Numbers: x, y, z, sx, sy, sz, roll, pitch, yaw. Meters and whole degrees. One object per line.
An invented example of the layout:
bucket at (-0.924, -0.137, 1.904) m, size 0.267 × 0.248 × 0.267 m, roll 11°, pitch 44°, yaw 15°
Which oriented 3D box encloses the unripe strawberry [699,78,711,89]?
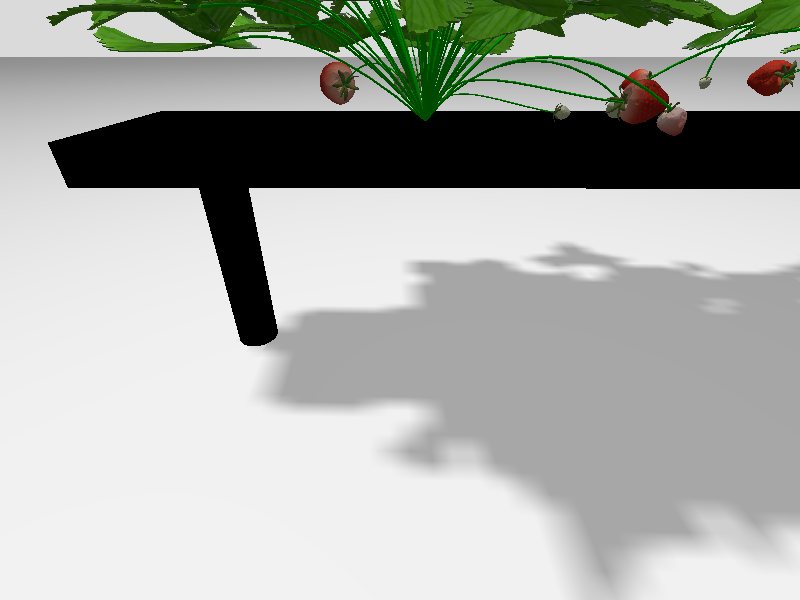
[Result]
unripe strawberry at (0.348, -0.248, 0.458) m, size 0.011 × 0.011 × 0.011 m, roll -21°, pitch 38°, yaw -29°

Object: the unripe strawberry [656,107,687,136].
unripe strawberry at (0.180, -0.117, 0.265) m, size 0.017 × 0.017 × 0.019 m, roll -21°, pitch 20°, yaw 34°

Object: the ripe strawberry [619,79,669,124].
ripe strawberry at (0.182, -0.147, 0.298) m, size 0.031 × 0.030 × 0.034 m, roll 4°, pitch 33°, yaw 5°

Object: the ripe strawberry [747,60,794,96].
ripe strawberry at (0.427, -0.257, 0.464) m, size 0.041 × 0.036 × 0.037 m, roll -7°, pitch 27°, yaw -11°

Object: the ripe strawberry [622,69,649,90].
ripe strawberry at (0.281, -0.259, 0.478) m, size 0.027 × 0.029 × 0.029 m, roll -28°, pitch 28°, yaw -36°

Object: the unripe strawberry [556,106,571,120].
unripe strawberry at (0.130, -0.150, 0.321) m, size 0.012 × 0.010 × 0.012 m, roll 0°, pitch 33°, yaw -1°

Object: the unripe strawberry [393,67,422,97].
unripe strawberry at (0.009, -0.250, 0.458) m, size 0.034 × 0.030 × 0.031 m, roll -2°, pitch 32°, yaw -3°

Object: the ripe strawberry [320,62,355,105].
ripe strawberry at (-0.067, -0.226, 0.417) m, size 0.037 × 0.039 × 0.040 m, roll -21°, pitch 37°, yaw -29°

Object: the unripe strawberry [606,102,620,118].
unripe strawberry at (0.177, -0.156, 0.328) m, size 0.014 × 0.014 × 0.013 m, roll -9°, pitch 33°, yaw 1°
